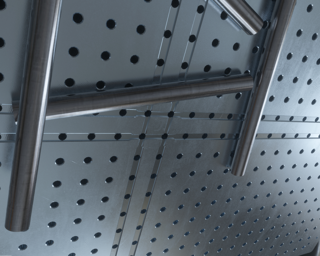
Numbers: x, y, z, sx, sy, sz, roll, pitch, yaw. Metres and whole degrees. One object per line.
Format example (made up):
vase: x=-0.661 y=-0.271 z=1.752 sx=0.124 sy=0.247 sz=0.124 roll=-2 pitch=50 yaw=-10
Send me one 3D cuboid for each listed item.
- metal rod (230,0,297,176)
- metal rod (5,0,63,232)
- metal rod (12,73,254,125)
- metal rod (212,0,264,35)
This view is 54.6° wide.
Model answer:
metal rod: x=0.148 y=-0.055 z=0.456 sx=0.025 sy=0.025 sz=0.298 roll=-7 pitch=122 yaw=-25
metal rod: x=-0.119 y=-0.035 z=0.296 sx=0.025 sy=0.025 sz=0.298 roll=5 pitch=107 yaw=-31
metal rod: x=-0.013 y=-0.040 z=0.378 sx=0.302 sy=0.025 sz=0.025 roll=-10 pitch=123 yaw=-23
metal rod: x=0.013 y=-0.182 z=0.304 sx=0.301 sy=0.025 sz=0.025 roll=26 pitch=104 yaw=-37
